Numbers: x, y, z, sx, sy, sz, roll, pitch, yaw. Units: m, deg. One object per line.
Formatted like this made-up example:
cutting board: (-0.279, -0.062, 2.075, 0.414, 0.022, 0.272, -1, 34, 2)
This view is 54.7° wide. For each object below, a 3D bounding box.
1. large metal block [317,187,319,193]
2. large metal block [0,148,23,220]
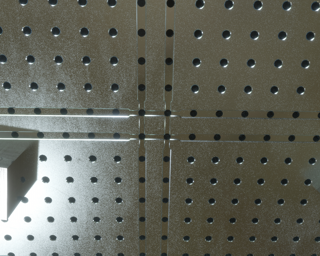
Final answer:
large metal block: (0.292, 0.100, 0.441, 0.080, 0.050, 0.080, 42, 104, -14)
large metal block: (-0.239, 0.073, 0.423, 0.081, 0.050, 0.079, 9, 110, -4)
